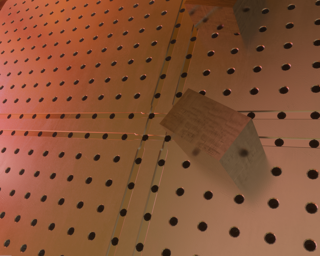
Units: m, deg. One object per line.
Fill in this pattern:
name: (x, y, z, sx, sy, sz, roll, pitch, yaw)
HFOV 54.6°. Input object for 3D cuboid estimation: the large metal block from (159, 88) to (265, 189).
large metal block: (0.058, 0.012, 0.336, 0.080, 0.080, 0.050, 32, 80, 38)

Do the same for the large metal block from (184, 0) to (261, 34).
large metal block: (0.097, -0.192, 0.460, 0.080, 0.050, 0.080, 22, 73, 36)
